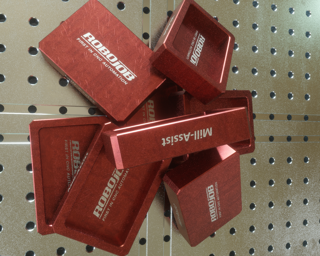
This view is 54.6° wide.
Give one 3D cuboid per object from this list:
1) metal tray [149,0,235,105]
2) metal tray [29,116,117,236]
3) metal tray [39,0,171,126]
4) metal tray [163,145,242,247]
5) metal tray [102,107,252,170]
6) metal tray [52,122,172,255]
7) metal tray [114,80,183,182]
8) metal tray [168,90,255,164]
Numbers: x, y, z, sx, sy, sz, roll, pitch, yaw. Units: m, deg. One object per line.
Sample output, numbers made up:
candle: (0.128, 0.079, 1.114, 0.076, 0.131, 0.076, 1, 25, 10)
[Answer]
metal tray: (0.047, -0.101, 0.391, 0.090, 0.030, 0.130, 35, 46, -16)
metal tray: (-0.103, 0.053, 0.372, 0.091, 0.030, 0.129, -5, 91, -21)
metal tray: (-0.063, -0.077, 0.369, 0.130, 0.030, 0.090, 43, 76, 1)
metal tray: (0.060, 0.087, 0.396, 0.090, 0.030, 0.129, -30, 133, -17)
metal tray: (0.012, 0.007, 0.314, 0.131, 0.090, 0.030, -12, 94, -15)
metal tray: (-0.053, 0.069, 0.358, 0.090, 0.030, 0.130, 28, 81, -18)
metal tray: (-0.012, 0.000, 0.405, 0.091, 0.030, 0.129, -5, 90, -22)
metal tray: (0.074, -0.005, 0.417, 0.131, 0.030, 0.090, -5, 92, -37)
